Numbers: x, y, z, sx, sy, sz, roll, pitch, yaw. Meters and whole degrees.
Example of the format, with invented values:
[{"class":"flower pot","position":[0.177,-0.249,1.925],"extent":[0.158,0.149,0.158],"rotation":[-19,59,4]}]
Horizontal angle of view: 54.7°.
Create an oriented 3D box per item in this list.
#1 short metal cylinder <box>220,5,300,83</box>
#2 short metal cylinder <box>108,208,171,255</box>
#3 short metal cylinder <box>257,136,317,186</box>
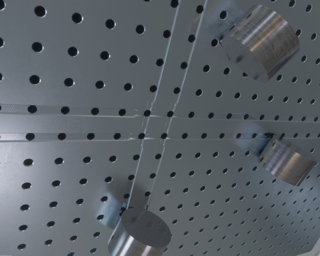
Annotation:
[{"class":"short metal cylinder","position":[0.121,-0.101,0.379],"extent":[0.050,0.080,0.080],"rotation":[-44,129,2]},{"class":"short metal cylinder","position":[-0.030,0.165,0.461],"extent":[0.081,0.080,0.050],"rotation":[15,111,-34]},{"class":"short metal cylinder","position":[0.215,0.054,0.526],"extent":[0.081,0.080,0.050],"rotation":[17,110,-35]}]
